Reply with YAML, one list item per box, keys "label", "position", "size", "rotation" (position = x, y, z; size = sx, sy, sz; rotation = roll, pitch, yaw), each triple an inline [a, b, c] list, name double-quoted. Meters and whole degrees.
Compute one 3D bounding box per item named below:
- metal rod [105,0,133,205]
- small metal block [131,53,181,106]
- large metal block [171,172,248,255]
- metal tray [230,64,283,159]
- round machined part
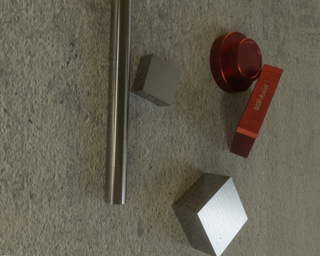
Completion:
- label: "metal rod"
  position: [-0.048, -0.063, 0.364]
  size: [0.025, 0.025, 0.298]
  rotation: [3, 88, -40]
- label: "small metal block"
  position: [-0.004, -0.061, 0.401]
  size: [0.050, 0.025, 0.050]
  rotation: [24, 75, -38]
- label: "large metal block"
  position: [0.074, 0.123, 0.451]
  size: [0.080, 0.050, 0.080]
  rotation: [-38, 113, -33]
- label: "metal tray"
  position: [0.154, -0.026, 0.497]
  size: [0.130, 0.030, 0.090]
  rotation: [-62, 163, -21]
- label: "round machined part"
  position: [0.129, -0.107, 0.501]
  size: [0.099, 0.042, 0.097]
  rotation: [0, 90, -40]
